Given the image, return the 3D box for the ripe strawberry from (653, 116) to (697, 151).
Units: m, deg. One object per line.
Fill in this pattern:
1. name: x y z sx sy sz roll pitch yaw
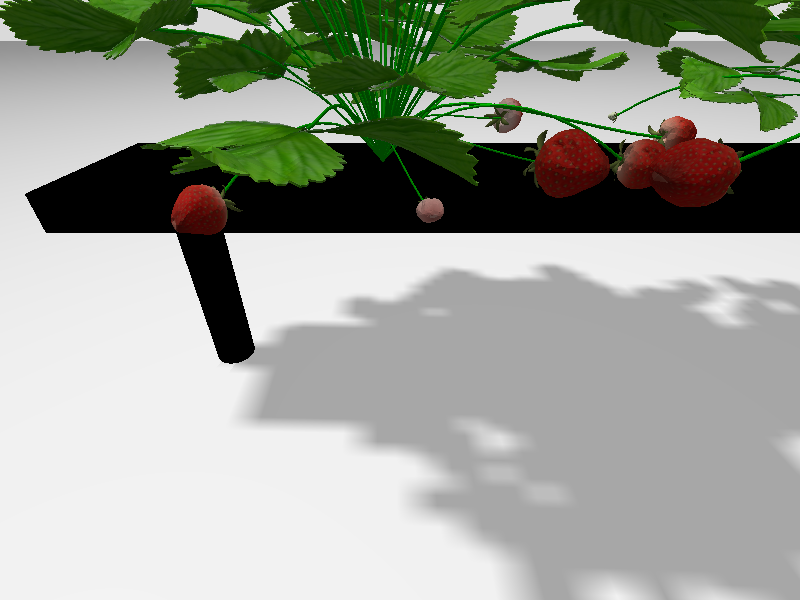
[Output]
1. ripe strawberry: 0.238 -0.141 0.345 0.031 0.033 0.029 -1 34 -3

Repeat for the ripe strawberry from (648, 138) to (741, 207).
1. ripe strawberry: 0.174 -0.076 0.243 0.041 0.041 0.045 -13 37 -18

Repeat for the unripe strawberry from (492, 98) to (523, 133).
1. unripe strawberry: 0.115 -0.195 0.423 0.033 0.034 0.030 -25 42 -32

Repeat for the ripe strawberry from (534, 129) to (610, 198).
1. ripe strawberry: 0.110 -0.086 0.256 0.043 0.043 0.047 23 40 28

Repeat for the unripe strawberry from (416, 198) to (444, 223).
1. unripe strawberry: 0.018 -0.051 0.230 0.016 0.014 0.015 -8 36 -11

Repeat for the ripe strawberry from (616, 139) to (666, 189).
1. ripe strawberry: 0.168 -0.091 0.273 0.033 0.033 0.036 18 38 14

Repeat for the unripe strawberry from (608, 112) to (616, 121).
1. unripe strawberry: 0.263 -0.227 0.495 0.011 0.010 0.010 -27 42 -34

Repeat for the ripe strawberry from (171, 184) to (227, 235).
1. ripe strawberry: -0.109 -0.047 0.215 0.027 0.028 0.029 20 46 26
